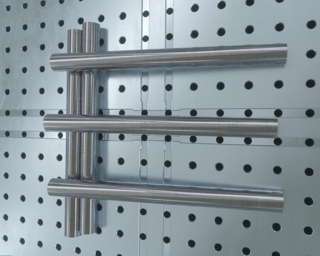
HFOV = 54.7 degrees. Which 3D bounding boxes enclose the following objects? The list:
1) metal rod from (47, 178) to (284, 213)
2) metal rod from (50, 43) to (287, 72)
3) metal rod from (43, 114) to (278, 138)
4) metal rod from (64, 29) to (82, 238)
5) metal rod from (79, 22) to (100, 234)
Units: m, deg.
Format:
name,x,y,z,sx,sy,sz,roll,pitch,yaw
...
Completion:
name,x,y,z,sx,sy,sz,roll,pitch,yaw
metal rod,-0.003,0.085,0.397,0.301,0.025,0.025,1,90,13
metal rod,0.000,-0.089,0.396,0.301,0.025,0.025,1,90,13
metal rod,-0.010,-0.004,0.399,0.301,0.025,0.025,1,91,13
metal rod,-0.125,0.008,0.454,0.025,0.025,0.298,1,90,19
metal rod,-0.101,0.000,0.446,0.025,0.025,0.298,1,90,19
